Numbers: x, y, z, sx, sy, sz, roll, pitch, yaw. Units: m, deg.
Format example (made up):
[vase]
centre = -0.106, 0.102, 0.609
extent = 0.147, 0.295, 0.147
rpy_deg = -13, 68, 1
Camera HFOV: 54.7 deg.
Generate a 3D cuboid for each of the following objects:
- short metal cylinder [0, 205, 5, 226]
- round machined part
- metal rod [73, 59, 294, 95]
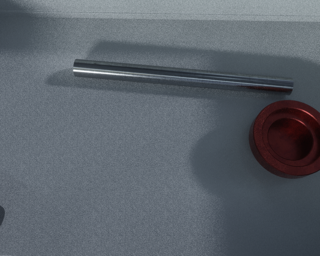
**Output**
[short metal cylinder]
centre = -0.222, 0.106, 0.339
extent = 0.050, 0.080, 0.080
rpy_deg = 32, 73, 10
[round machined part]
centre = 0.163, 0.017, 0.396
extent = 0.099, 0.042, 0.098
rpy_deg = 0, 70, -1
[metal rod]
centre = 0.031, -0.072, 0.436
extent = 0.302, 0.025, 0.025
rpy_deg = 5, 70, 1
